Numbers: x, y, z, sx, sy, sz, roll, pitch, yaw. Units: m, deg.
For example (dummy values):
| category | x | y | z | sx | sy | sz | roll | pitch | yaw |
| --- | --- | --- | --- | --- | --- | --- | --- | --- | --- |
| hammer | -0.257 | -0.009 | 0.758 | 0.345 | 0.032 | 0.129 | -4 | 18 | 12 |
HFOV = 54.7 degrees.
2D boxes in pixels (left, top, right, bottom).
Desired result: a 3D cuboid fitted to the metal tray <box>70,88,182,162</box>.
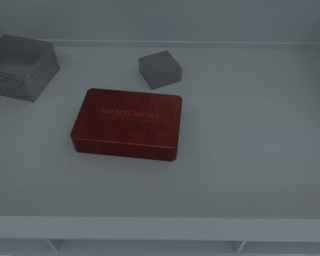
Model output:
| category | x | y | z | sx | sy | sz | roll | pitch | yaw |
| --- | --- | --- | --- | --- | --- | --- | --- | --- | --- |
| metal tray | -0.040 | -0.007 | 0.407 | 0.131 | 0.030 | 0.090 | 5 | 50 | 4 |

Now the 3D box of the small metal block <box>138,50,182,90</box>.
| category | x | y | z | sx | sy | sz | roll | pitch | yaw |
| --- | --- | --- | --- | --- | --- | --- | --- | --- | --- |
| small metal block | 0.000 | -0.091 | 0.481 | 0.050 | 0.025 | 0.050 | -20 | 53 | -16 |

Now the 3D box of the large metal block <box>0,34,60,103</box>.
| category | x | y | z | sx | sy | sz | roll | pitch | yaw |
| --- | --- | --- | --- | --- | --- | --- | --- | --- | --- |
| large metal block | -0.211 | -0.090 | 0.462 | 0.080 | 0.050 | 0.080 | 12 | 51 | 10 |
